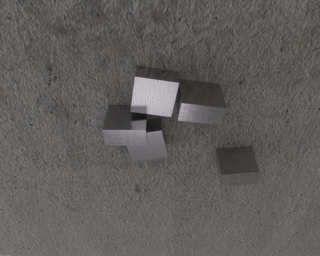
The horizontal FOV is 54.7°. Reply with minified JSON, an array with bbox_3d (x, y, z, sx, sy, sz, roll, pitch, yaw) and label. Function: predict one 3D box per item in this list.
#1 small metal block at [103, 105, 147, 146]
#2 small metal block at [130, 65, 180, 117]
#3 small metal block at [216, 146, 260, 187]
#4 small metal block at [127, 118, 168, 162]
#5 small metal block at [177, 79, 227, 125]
[{"bbox_3d":[-0.041,-0.004,0.387,0.050,0.050,0.025,0,130,-1],"label":"small metal block"},{"bbox_3d":[-0.007,-0.043,0.370,0.050,0.025,0.050,7,130,-6],"label":"small metal block"},{"bbox_3d":[0.108,0.053,0.437,0.050,0.050,0.025,-4,130,3],"label":"small metal block"},{"bbox_3d":[-0.018,0.017,0.421,0.050,0.025,0.050,-9,131,7],"label":"small metal block"},{"bbox_3d":[0.047,-0.031,0.365,0.050,0.050,0.025,6,130,-5],"label":"small metal block"}]
